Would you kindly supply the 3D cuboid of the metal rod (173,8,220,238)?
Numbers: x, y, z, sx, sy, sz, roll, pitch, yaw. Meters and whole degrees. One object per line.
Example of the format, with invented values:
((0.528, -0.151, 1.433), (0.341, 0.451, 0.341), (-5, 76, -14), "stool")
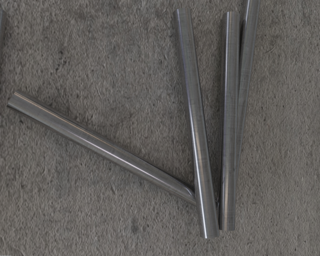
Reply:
((0.047, -0.009, 0.410), (0.025, 0.025, 0.298), (-5, 86, -20), "metal rod")

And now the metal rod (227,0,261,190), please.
((0.117, -0.051, 0.451), (0.025, 0.025, 0.298), (9, 87, -20), "metal rod")

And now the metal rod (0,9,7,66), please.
((-0.199, 0.019, 0.335), (0.025, 0.025, 0.298), (7, 88, -20), "metal rod")

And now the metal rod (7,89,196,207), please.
((-0.042, 0.040, 0.393), (0.301, 0.025, 0.025), (31, 80, -18), "metal rod")

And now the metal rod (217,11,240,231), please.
((0.095, -0.014, 0.429), (0.025, 0.025, 0.298), (6, 83, -20), "metal rod")
